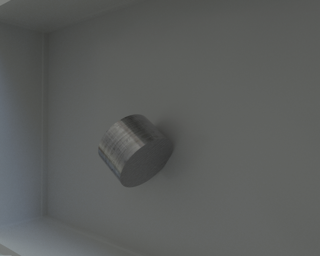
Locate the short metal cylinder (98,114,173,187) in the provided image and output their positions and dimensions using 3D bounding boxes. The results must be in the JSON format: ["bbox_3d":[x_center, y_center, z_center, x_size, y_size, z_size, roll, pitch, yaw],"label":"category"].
[{"bbox_3d":[-0.031,0.029,0.398,0.050,0.081,0.080,44,117,31],"label":"short metal cylinder"}]
